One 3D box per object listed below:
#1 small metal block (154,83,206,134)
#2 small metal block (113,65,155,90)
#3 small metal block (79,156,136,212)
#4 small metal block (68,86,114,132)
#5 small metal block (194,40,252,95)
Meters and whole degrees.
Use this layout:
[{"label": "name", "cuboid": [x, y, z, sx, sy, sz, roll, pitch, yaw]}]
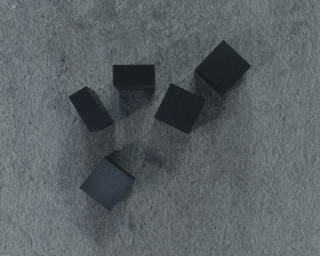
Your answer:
[{"label": "small metal block", "cuboid": [0.026, -0.025, 0.410, 0.050, 0.025, 0.050, 26, 90, -1]}, {"label": "small metal block", "cuboid": [-0.032, -0.064, 0.397, 0.050, 0.050, 0.025, -1, 90, -1]}, {"label": "small metal block", "cuboid": [-0.068, 0.072, 0.409, 0.050, 0.025, 0.050, 39, 90, -1]}, {"label": "small metal block", "cuboid": [-0.086, -0.023, 0.396, 0.025, 0.050, 0.050, -32, 90, 0]}, {"label": "small metal block", "cuboid": [0.082, -0.079, 0.411, 0.050, 0.025, 0.050, 44, 90, -1]}]
